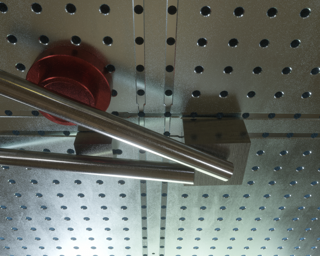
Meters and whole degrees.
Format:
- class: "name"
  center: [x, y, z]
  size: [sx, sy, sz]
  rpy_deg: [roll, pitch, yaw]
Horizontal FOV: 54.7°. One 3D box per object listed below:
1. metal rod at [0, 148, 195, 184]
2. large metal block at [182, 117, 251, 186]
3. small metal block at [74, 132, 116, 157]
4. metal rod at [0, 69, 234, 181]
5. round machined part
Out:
- class: "metal rod"
  center: [-0.105, 0.049, 0.415]
  size: [0.301, 0.025, 0.025]
  rpy_deg: [4, 131, 10]
- class: "large metal block"
  center: [0.072, 0.033, 0.421]
  size: [0.081, 0.050, 0.079]
  rpy_deg: [-2, 130, 1]
- class: "small metal block"
  center: [-0.090, 0.032, 0.438]
  size: [0.050, 0.025, 0.050]
  rpy_deg: [0, 130, 0]
- class: "metal rod"
  center: [-0.050, -0.001, 0.347]
  size: [0.302, 0.025, 0.025]
  rpy_deg: [22, 127, -15]
- class: "round machined part"
  center: [-0.107, -0.041, 0.363]
  size: [0.099, 0.042, 0.097]
  rpy_deg: [-1, 130, 0]
